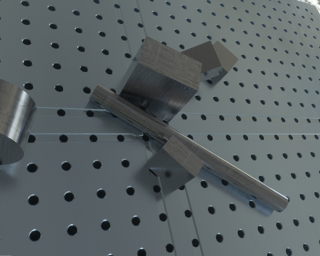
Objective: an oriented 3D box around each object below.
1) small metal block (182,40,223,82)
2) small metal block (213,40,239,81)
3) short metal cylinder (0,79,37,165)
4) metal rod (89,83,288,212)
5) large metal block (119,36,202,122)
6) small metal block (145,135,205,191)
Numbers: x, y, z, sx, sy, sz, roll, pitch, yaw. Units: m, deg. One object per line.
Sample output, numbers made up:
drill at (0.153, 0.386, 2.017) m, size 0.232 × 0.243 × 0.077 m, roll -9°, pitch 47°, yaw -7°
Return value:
small metal block at (0.066, -0.103, 0.492) m, size 0.050 × 0.025 × 0.050 m, roll -20°, pitch 67°, yaw 7°
small metal block at (0.102, -0.117, 0.537) m, size 0.050 × 0.025 × 0.050 m, roll 42°, pitch 51°, yaw 0°
short metal cylinder at (-0.163, -0.005, 0.288) m, size 0.081 × 0.080 × 0.050 m, roll 15°, pitch 56°, yaw -20°
metal rod at (0.044, 0.031, 0.414) m, size 0.301 × 0.025 × 0.025 m, roll 31°, pitch 52°, yaw -9°
large metal block at (-0.002, -0.061, 0.411) m, size 0.080 × 0.080 × 0.050 m, roll 23°, pitch 53°, yaw -15°
small metal block at (0.017, 0.043, 0.376) m, size 0.050 × 0.050 × 0.025 m, roll 42°, pitch 51°, yaw 0°
